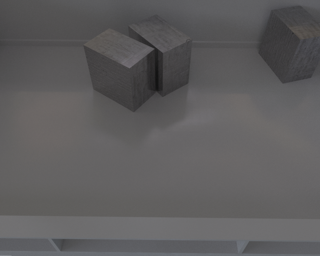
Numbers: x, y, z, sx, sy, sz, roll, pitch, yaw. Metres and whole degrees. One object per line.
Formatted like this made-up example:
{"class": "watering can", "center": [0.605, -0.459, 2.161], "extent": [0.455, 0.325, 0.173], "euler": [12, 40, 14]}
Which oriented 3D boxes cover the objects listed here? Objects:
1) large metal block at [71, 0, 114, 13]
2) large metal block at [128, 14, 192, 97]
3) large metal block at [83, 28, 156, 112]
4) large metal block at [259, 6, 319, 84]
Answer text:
{"class": "large metal block", "center": [-0.135, -0.278, 0.624], "extent": [0.081, 0.050, 0.080], "euler": [-4, 50, -4]}
{"class": "large metal block", "center": [-0.001, -0.107, 0.459], "extent": [0.050, 0.080, 0.080], "euler": [-31, 57, -23]}
{"class": "large metal block", "center": [-0.054, -0.081, 0.437], "extent": [0.080, 0.080, 0.050], "euler": [30, 56, 23]}
{"class": "large metal block", "center": [0.204, -0.129, 0.479], "extent": [0.050, 0.080, 0.080], "euler": [-12, 51, -10]}
